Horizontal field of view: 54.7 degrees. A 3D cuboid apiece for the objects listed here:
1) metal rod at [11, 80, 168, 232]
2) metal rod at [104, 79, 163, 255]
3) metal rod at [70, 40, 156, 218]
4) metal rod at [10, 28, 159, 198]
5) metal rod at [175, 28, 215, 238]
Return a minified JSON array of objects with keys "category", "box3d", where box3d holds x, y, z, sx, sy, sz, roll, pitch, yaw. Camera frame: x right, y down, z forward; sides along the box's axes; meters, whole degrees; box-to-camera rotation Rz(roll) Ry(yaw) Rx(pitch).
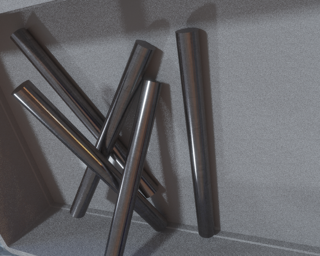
[{"category":"metal rod","box3d":[-0.077,0.055,0.423,0.025,0.025,0.300,-14,129,34]},{"category":"metal rod","box3d":[-0.042,0.086,0.405,0.025,0.025,0.298,17,100,19]},{"category":"metal rod","box3d":[-0.075,0.020,0.430,0.025,0.025,0.298,31,119,8]},{"category":"metal rod","box3d":[-0.105,-0.016,0.453,0.025,0.025,0.300,-32,101,38]},{"category":"metal rod","box3d":[0.050,0.026,0.398,0.025,0.025,0.298,5,121,25]}]
